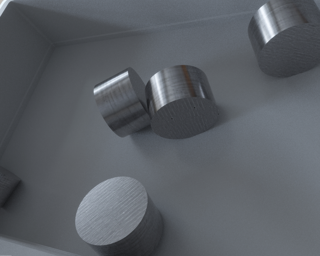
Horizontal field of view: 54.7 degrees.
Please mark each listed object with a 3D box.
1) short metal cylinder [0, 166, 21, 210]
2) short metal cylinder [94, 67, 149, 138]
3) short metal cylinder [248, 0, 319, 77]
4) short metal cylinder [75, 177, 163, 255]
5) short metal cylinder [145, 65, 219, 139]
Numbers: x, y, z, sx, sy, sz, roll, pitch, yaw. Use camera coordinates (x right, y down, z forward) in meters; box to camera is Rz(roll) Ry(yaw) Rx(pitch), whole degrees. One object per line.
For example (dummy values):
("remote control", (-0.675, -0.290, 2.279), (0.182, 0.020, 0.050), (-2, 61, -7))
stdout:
("short metal cylinder", (-0.256, 0.078, 0.454), (0.080, 0.080, 0.050), (20, 73, 35))
("short metal cylinder", (-0.043, -0.034, 0.412), (0.050, 0.080, 0.080), (-26, 53, 12))
("short metal cylinder", (0.148, -0.104, 0.357), (0.080, 0.080, 0.050), (-17, 55, 18))
("short metal cylinder", (-0.043, 0.100, 0.336), (0.080, 0.050, 0.080), (-13, 41, 12))
("short metal cylinder", (0.025, -0.029, 0.374), (0.080, 0.080, 0.050), (-22, 54, 15))
